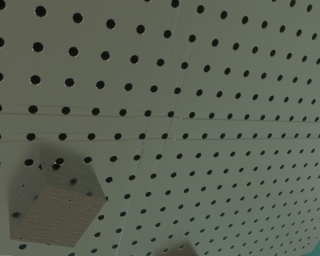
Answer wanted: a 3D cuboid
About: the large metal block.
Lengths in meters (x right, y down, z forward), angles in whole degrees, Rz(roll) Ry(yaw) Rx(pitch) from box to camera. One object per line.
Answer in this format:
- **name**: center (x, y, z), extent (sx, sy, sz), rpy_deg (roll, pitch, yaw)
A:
- **large metal block**: center (-0.127, 0.095, 0.384), extent (0.080, 0.050, 0.080), rpy_deg (27, 104, -37)
